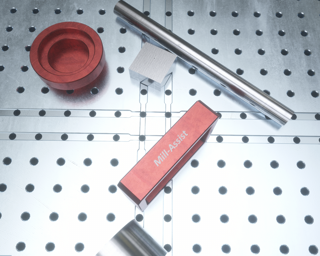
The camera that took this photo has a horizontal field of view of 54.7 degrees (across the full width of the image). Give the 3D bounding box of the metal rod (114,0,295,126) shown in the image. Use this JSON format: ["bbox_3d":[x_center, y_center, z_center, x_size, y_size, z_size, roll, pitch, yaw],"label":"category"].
[{"bbox_3d":[0.055,-0.099,0.448,0.300,0.025,0.025,36,74,12],"label":"metal rod"}]

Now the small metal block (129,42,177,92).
[{"bbox_3d":[-0.010,-0.088,0.444,0.050,0.025,0.050,26,72,9],"label":"small metal block"}]

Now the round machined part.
[{"bbox_3d":[-0.126,-0.097,0.437,0.099,0.042,0.098,0,70,0],"label":"round machined part"}]

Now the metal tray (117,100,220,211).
[{"bbox_3d":[0.011,0.036,0.364,0.030,0.090,0.130,41,75,13],"label":"metal tray"}]

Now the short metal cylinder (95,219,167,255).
[{"bbox_3d":[-0.038,0.145,0.329,0.050,0.080,0.080,42,75,13],"label":"short metal cylinder"}]
